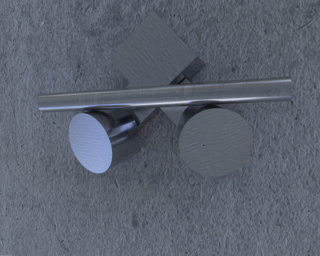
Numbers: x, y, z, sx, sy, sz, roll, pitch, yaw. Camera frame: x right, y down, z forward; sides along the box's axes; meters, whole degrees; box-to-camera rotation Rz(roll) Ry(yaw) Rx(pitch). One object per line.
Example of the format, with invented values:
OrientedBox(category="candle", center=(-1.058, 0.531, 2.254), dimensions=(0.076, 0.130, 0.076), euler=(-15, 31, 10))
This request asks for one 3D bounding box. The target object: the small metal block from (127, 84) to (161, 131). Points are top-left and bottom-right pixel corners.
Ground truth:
OrientedBox(category="small metal block", center=(-0.032, -0.029, 0.422), dimensions=(0.050, 0.025, 0.050), euler=(-45, 76, 13))

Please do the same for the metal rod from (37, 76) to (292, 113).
OrientedBox(category="metal rod", center=(-0.011, -0.036, 0.359), dimensions=(0.301, 0.025, 0.025), euler=(-1, 90, 19))

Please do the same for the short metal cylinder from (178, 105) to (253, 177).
OrientedBox(category="short metal cylinder", center=(0.061, 0.009, 0.360), dimensions=(0.080, 0.050, 0.079), euler=(0, 108, 1))

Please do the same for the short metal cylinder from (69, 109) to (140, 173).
OrientedBox(category="short metal cylinder", center=(-0.074, 0.013, 0.407), dimensions=(0.080, 0.050, 0.079), euler=(15, 115, 34))

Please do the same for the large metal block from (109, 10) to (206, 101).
OrientedBox(category="large metal block", center=(-0.002, -0.085, 0.395), dimensions=(0.080, 0.050, 0.080), euler=(-44, 77, 14))

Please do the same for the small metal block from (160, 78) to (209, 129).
OrientedBox(category="small metal block", center=(0.036, -0.027, 0.397), dimensions=(0.050, 0.025, 0.050), euler=(-45, 76, 14))
